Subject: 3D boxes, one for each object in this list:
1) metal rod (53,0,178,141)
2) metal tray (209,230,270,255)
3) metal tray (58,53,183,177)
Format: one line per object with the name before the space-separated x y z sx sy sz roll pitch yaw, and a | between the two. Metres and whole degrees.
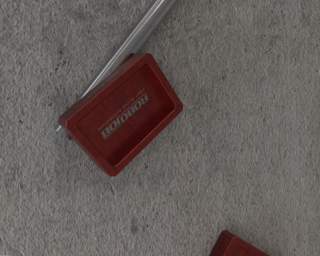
metal rod | -0.032 -0.112 0.397 0.025 0.025 0.300 38 78 -16
metal tray | 0.127 0.220 0.453 0.130 0.030 0.090 34 79 -17
metal tray | -0.042 -0.018 0.374 0.130 0.030 0.090 -45 120 -18
